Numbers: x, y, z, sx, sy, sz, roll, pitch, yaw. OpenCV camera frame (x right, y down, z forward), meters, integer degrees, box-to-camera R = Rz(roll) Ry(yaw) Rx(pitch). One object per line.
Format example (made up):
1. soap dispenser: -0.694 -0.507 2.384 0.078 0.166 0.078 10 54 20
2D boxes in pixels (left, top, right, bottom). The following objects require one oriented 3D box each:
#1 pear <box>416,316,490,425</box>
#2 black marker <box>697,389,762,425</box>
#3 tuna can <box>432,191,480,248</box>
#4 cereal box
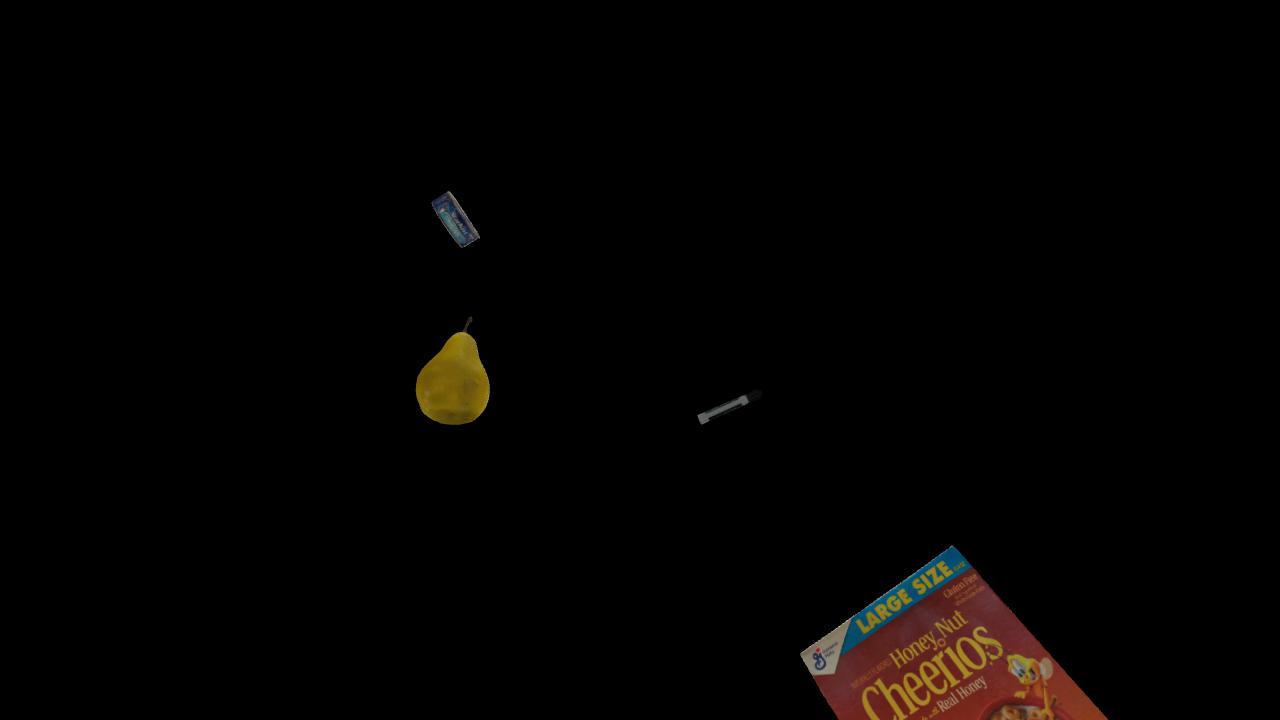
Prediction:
1. pear: -0.192 0.009 0.641 0.080 0.111 0.080 -2 -32 -1
2. black marker: 0.160 0.082 1.089 0.121 0.020 0.020 -24 0 -1
3. tuna can: -0.288 -0.219 0.961 0.034 0.084 0.084 -32 2 -4
4. cereal box: 0.317 0.358 0.563 0.203 0.306 0.081 -38 -44 8
